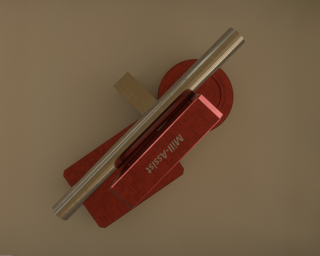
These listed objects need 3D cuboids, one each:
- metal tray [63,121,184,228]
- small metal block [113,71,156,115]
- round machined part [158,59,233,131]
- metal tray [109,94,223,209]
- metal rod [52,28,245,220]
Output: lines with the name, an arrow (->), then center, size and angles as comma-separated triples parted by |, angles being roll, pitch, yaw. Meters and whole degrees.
metal tray -> -0.046, 0.056, 0.407 | 0.130, 0.030, 0.090 | -35, 90, -1
small metal block -> -0.030, -0.042, 0.397 | 0.025, 0.050, 0.050 | -45, 91, 0
round machined part -> 0.046, -0.041, 0.402 | 0.099, 0.042, 0.097 | 0, 90, -1
metal tray -> 0.006, 0.020, 0.340 | 0.030, 0.090, 0.130 | 43, 96, -3
metal rod -> -0.016, -0.002, 0.371 | 0.025, 0.025, 0.300 | 45, 94, -1
